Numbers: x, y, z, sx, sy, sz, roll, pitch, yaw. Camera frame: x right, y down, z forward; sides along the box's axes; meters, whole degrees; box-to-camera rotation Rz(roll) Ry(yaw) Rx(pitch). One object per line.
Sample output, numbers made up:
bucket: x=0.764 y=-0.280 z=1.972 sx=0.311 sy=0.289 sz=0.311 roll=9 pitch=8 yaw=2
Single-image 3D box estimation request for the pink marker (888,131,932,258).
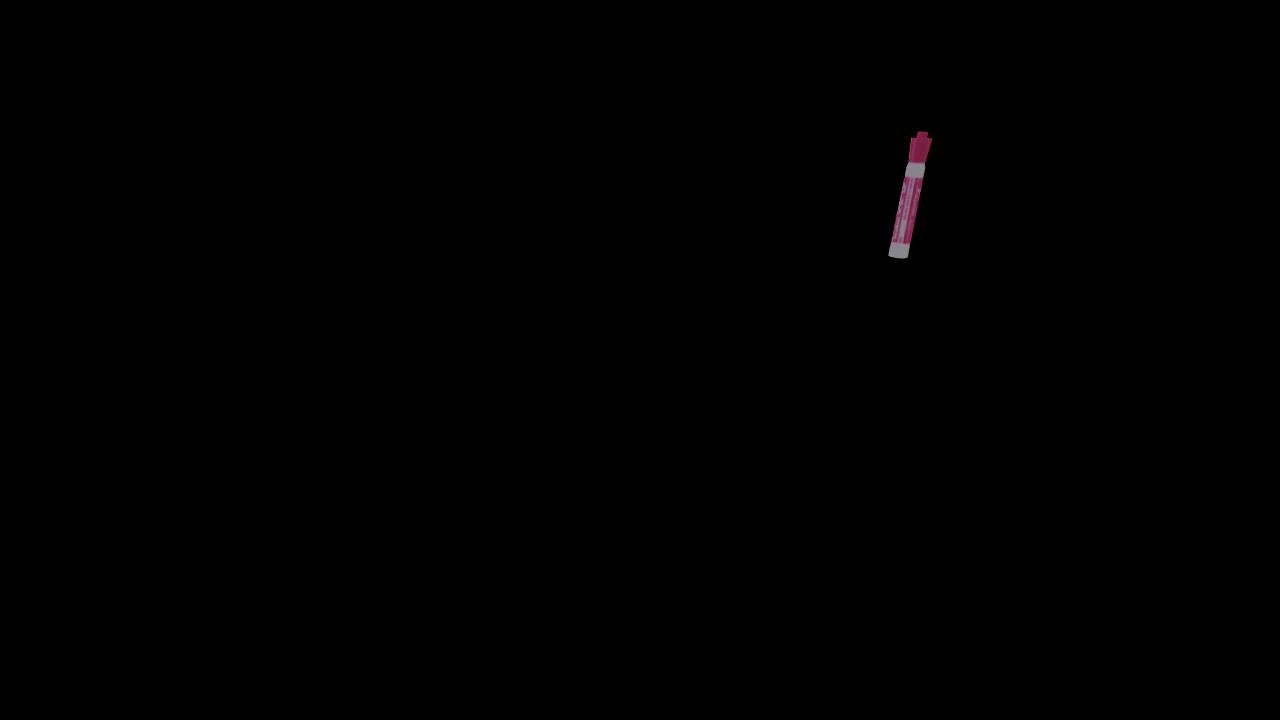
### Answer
pink marker: x=0.268 y=-0.162 z=0.610 sx=0.020 sy=0.121 sz=0.020 roll=2 pitch=21 yaw=-1
